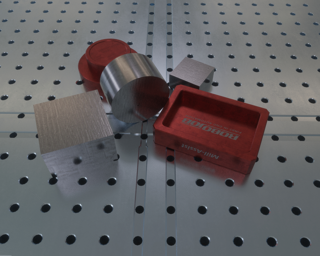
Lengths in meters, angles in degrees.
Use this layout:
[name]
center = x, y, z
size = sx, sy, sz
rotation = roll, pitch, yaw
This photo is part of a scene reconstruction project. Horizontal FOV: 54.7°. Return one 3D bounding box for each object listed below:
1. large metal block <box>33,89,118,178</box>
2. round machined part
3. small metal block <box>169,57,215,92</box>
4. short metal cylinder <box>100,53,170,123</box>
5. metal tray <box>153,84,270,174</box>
[large metal block]
center = -0.105, 0.005, 0.386
size = 0.081, 0.050, 0.080
rotation = -16, 52, -13
[round machined part]
center = -0.078, -0.102, 0.482
size = 0.099, 0.042, 0.098
rotation = 0, 50, 0
[small metal block]
center = 0.048, -0.078, 0.473
size = 0.050, 0.025, 0.050
rotation = 26, 54, 20
[short metal cylinder]
center = -0.034, -0.053, 0.416
size = 0.081, 0.080, 0.050
rotation = -18, 53, -15
[metal tray]
center = 0.067, -0.003, 0.406
size = 0.130, 0.030, 0.090
rotation = 18, 52, 14
